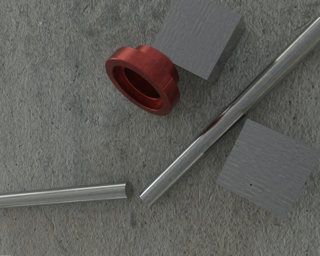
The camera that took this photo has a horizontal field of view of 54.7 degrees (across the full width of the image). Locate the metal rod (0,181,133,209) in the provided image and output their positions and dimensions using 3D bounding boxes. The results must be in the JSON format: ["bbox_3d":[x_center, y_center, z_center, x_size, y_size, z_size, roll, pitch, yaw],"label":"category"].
[{"bbox_3d":[-0.183,0.106,0.471,0.301,0.025,0.025,-9,87,19],"label":"metal rod"}]

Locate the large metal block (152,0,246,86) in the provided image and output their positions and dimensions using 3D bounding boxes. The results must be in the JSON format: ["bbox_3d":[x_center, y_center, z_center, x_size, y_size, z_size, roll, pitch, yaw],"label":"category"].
[{"bbox_3d":[0.047,-0.108,0.379,0.080,0.050,0.080,31,100,17],"label":"large metal block"}]

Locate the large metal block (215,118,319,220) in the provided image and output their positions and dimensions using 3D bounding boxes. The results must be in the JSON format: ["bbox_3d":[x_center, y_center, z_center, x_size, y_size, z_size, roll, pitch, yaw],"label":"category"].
[{"bbox_3d":[0.121,0.043,0.353,0.080,0.050,0.080,27,99,17],"label":"large metal block"}]

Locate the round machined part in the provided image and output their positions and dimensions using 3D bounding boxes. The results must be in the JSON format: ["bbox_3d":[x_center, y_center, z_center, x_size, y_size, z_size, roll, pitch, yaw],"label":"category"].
[{"bbox_3d":[-0.016,-0.063,0.383,0.098,0.098,0.042,31,70,17],"label":"round machined part"}]

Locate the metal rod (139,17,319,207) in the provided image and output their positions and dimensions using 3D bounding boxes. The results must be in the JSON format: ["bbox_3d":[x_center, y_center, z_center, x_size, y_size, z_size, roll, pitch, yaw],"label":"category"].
[{"bbox_3d":[0.082,-0.010,0.379,0.299,0.025,0.025,-46,76,13],"label":"metal rod"}]
